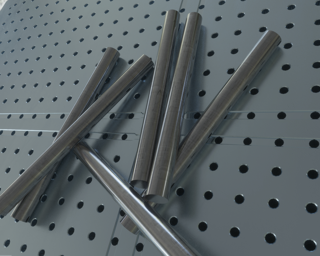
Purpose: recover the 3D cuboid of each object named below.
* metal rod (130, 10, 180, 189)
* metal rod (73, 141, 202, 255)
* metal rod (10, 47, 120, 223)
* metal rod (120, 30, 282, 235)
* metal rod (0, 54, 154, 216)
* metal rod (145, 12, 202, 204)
[{"bbox_3d":[0.000,-0.061,0.430,0.025,0.025,0.300,-7,53,24],"label":"metal rod"},{"bbox_3d":[-0.030,0.083,0.339,0.025,0.025,0.300,-50,41,-7],"label":"metal rod"},{"bbox_3d":[-0.139,-0.001,0.483,0.025,0.025,0.300,12,68,33],"label":"metal rod"},{"bbox_3d":[0.055,-0.001,0.380,0.025,0.025,0.300,31,79,38],"label":"metal rod"},{"bbox_3d":[-0.118,0.002,0.450,0.025,0.025,0.301,32,73,38],"label":"metal rod"},{"bbox_3d":[0.025,-0.048,0.405,0.025,0.025,0.300,-5,53,26],"label":"metal rod"}]
